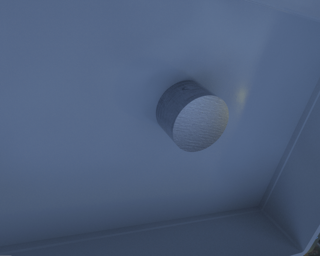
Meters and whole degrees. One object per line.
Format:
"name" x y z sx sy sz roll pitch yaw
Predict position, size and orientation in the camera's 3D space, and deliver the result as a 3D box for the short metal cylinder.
"short metal cylinder" 0.042 -0.016 0.405 0.081 0.050 0.080 -14 124 -21
